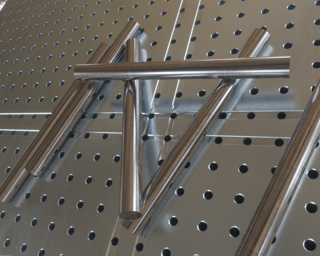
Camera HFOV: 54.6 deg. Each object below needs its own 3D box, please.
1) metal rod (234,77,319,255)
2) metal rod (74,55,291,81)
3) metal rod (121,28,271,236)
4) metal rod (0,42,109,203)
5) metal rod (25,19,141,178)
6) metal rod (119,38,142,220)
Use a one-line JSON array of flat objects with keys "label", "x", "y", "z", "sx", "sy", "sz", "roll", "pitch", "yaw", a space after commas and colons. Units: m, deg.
[{"label": "metal rod", "x": 0.113, "y": 0.073, "z": 0.304, "sx": 0.025, "sy": 0.025, "sz": 0.300, "roll": 21, "pitch": 73, "yaw": 36}, {"label": "metal rod", "x": 0.011, "y": -0.077, "z": 0.411, "sx": 0.300, "sy": 0.025, "sz": 0.025, "roll": 4, "pitch": 64, "yaw": 26}, {"label": "metal rod", "x": 0.051, "y": -0.004, "z": 0.384, "sx": 0.025, "sy": 0.025, "sz": 0.300, "roll": 27, "pitch": 76, "yaw": 37}, {"label": "metal rod", "x": -0.167, "y": -0.017, "z": 0.507, "sx": 0.025, "sy": 0.025, "sz": 0.300, "roll": 20, "pitch": 72, "yaw": 35}, {"label": "metal rod", "x": -0.118, "y": -0.056, "z": 0.506, "sx": 0.025, "sy": 0.025, "sz": 0.300, "roll": 20, "pitch": 72, "yaw": 35}, {"label": "metal rod", "x": -0.038, "y": -0.023, "z": 0.426, "sx": 0.025, "sy": 0.025, "sz": 0.300, "roll": -18, "pitch": 49, "yaw": 18}]
